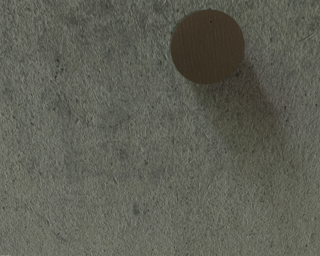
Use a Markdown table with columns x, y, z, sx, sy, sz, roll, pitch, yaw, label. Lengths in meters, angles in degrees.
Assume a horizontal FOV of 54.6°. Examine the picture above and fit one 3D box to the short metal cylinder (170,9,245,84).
| x | y | z | sx | sy | sz | roll | pitch | yaw | label |
| --- | --- | --- | --- | --- | --- | --- | --- | --- | --- |
| 0.052 | -0.096 | 0.362 | 0.080 | 0.050 | 0.079 | 0 | 110 | 0 | short metal cylinder |
